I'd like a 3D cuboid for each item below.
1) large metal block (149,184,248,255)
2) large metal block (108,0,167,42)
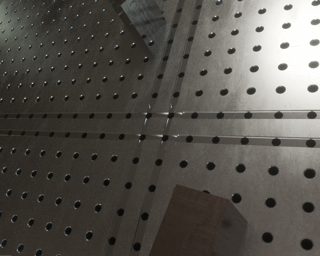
[{"bbox_3d":[0.037,0.108,0.286,0.050,0.080,0.080,11,67,32],"label":"large metal block"},{"bbox_3d":[-0.044,-0.205,0.520,0.050,0.080,0.080,-41,51,0],"label":"large metal block"}]
